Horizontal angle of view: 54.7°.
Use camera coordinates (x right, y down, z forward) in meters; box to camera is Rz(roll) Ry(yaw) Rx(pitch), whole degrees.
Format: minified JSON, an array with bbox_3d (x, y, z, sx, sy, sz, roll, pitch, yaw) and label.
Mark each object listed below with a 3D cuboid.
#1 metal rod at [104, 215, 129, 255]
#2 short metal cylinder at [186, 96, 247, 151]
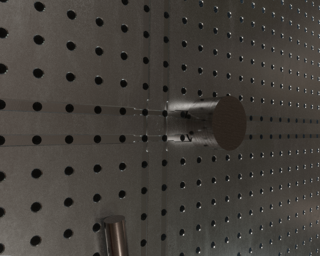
[{"bbox_3d":[-0.039,0.255,0.379,0.025,0.025,0.298,-10,97,-40],"label":"metal rod"},{"bbox_3d":[0.086,-0.007,0.468,0.081,0.050,0.079,0,91,-40],"label":"short metal cylinder"}]
